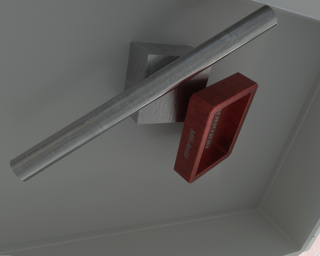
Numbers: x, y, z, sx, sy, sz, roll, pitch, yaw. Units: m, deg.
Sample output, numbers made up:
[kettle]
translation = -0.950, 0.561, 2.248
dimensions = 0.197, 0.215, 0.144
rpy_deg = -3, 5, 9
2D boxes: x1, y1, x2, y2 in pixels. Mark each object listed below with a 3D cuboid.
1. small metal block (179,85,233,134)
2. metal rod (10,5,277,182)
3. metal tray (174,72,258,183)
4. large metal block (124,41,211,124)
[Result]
[small metal block]
translation = 0.064, -0.025, 0.430
dimensions = 0.050, 0.025, 0.050
rpy_deg = 22, 106, -37
[metal rod]
translation = -0.010, -0.039, 0.315
dimensions = 0.301, 0.025, 0.025
rpy_deg = -32, 129, -6
[metal tray]
translation = 0.068, 0.002, 0.392
dimensions = 0.091, 0.030, 0.129
rpy_deg = -28, 144, -34
[large metal block]
translation = 0.007, -0.053, 0.365
dimensions = 0.081, 0.050, 0.079
rpy_deg = -3, 120, -27
